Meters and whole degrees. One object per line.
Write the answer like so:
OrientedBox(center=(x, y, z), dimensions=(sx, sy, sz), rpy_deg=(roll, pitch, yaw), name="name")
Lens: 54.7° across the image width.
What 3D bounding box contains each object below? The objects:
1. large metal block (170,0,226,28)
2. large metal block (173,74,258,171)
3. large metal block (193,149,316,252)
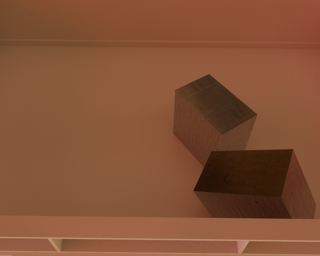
OrientedBox(center=(0.076, -0.246, 0.599), dimensions=(0.080, 0.050, 0.080), rpy_deg=(27, 55, 20), name="large metal block")
OrientedBox(center=(0.061, -0.004, 0.373), dimensions=(0.050, 0.080, 0.080), rpy_deg=(-27, 55, -21), name="large metal block")
OrientedBox(center=(0.092, 0.066, 0.294), dimensions=(0.080, 0.080, 0.050), rpy_deg=(-6, 41, 40), name="large metal block")
